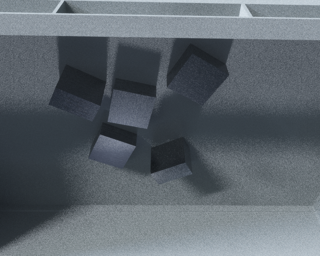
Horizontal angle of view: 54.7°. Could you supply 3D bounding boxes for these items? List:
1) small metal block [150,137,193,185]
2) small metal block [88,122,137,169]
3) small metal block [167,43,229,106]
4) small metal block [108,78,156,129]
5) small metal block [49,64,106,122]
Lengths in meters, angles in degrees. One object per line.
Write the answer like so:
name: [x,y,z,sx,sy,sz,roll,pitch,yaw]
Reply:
small metal block: [0.015,0.045,0.432,0.050,0.050,0.025,-20,127,16]
small metal block: [-0.066,0.025,0.430,0.050,0.025,0.050,20,127,-17]
small metal block: [0.043,-0.061,0.358,0.050,0.025,0.050,25,126,-20]
small metal block: [-0.035,-0.030,0.383,0.050,0.025,0.050,10,129,-9]
small metal block: [-0.093,-0.041,0.357,0.050,0.050,0.025,22,126,-19]
